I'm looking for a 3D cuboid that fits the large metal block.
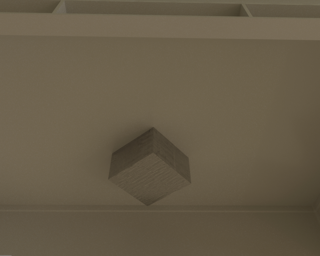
[{"bbox_3d":[-0.014,0.057,0.441,0.080,0.050,0.080,-33,123,24],"label":"large metal block"}]
